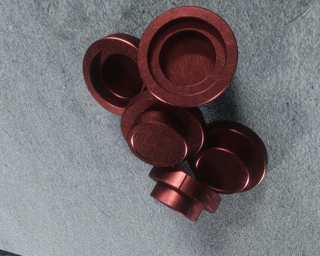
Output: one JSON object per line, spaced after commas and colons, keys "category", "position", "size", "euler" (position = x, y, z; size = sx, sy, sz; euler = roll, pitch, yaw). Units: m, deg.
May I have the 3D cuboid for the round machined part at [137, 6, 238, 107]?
{"category": "round machined part", "position": [0.029, -0.070, 0.320], "size": [0.098, 0.042, 0.097], "euler": [0, 92, 10]}

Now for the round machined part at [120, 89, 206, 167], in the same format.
{"category": "round machined part", "position": [0.001, 0.007, 0.357], "size": [0.098, 0.042, 0.097], "euler": [9, 131, 10]}

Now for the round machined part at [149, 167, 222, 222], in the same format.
{"category": "round machined part", "position": [0.027, 0.087, 0.403], "size": [0.098, 0.042, 0.098], "euler": [29, 167, 8]}

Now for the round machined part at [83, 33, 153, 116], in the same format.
{"category": "round machined part", "position": [-0.041, -0.066, 0.376], "size": [0.098, 0.042, 0.097], "euler": [13, 124, 20]}

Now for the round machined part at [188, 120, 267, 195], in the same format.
{"category": "round machined part", "position": [0.078, 0.042, 0.381], "size": [0.098, 0.042, 0.097], "euler": [13, 124, 20]}
